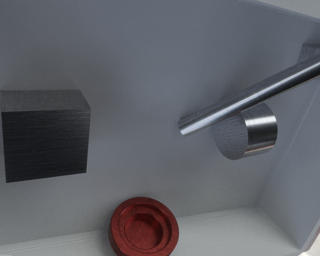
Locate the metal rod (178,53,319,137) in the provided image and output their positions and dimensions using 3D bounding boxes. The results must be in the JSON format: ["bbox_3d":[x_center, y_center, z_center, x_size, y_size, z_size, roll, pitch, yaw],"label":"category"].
[{"bbox_3d":[0.152,-0.058,0.364,0.300,0.025,0.025,-26,136,27],"label":"metal rod"}]

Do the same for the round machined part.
[{"bbox_3d":[-0.026,0.153,0.447,0.099,0.098,0.042,-4,137,-27],"label":"round machined part"}]

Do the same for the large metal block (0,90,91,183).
[{"bbox_3d":[-0.122,0.006,0.330,0.081,0.050,0.079,-4,120,-27],"label":"large metal block"}]

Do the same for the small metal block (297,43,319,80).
[{"bbox_3d":[0.241,-0.103,0.480,0.050,0.025,0.050,-9,122,-24],"label":"small metal block"}]

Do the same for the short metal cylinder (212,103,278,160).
[{"bbox_3d":[0.118,0.002,0.441,0.050,0.080,0.079,-9,123,-24],"label":"short metal cylinder"}]
